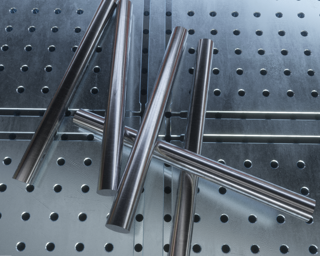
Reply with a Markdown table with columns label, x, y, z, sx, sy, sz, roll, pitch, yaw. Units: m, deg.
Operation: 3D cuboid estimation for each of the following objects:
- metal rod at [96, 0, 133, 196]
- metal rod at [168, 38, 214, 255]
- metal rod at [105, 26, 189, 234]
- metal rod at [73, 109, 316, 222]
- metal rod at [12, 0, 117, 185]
| label | x | y | z | sx | sy | sz | roll | pitch | yaw |
| --- | --- | --- | --- | --- | --- | --- | --- | --- | --- |
| metal rod | -0.055 | -0.060 | 0.407 | 0.025 | 0.025 | 0.299 | 0 | 60 | 0 |
| metal rod | 0.044 | 0.014 | 0.407 | 0.025 | 0.025 | 0.299 | 9 | 70 | 3 |
| metal rod | -0.006 | -0.022 | 0.384 | 0.025 | 0.025 | 0.300 | 14 | 57 | 4 |
| metal rod | 0.026 | 0.037 | 0.372 | 0.301 | 0.025 | 0.025 | 21 | 71 | 17 |
| metal rod | -0.124 | -0.066 | 0.434 | 0.025 | 0.025 | 0.299 | 18 | 71 | 6 |
